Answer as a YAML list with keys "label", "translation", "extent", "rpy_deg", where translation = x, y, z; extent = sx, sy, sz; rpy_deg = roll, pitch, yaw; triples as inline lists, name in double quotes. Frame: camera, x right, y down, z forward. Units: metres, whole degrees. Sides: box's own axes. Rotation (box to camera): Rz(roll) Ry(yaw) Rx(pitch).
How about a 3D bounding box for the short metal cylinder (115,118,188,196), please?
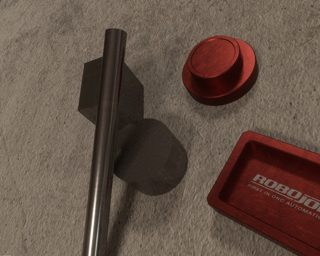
- label: "short metal cylinder"
  translation: [-0.013, 0.035, 0.372]
  extent: [0.080, 0.050, 0.080]
  rpy_deg: [-13, 56, 20]

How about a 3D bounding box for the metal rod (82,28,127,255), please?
- label: "metal rod"
  translation: [-0.063, 0.037, 0.345]
  extent: [0.025, 0.025, 0.298]
  rpy_deg: [2, 84, 29]

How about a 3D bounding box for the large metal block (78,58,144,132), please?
- label: "large metal block"
  translation: [-0.063, -0.042, 0.426]
  extent: [0.050, 0.080, 0.080]
  rpy_deg: [-15, 56, 20]

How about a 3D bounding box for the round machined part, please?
- label: "round machined part"
  translation: [0.074, -0.081, 0.403]
  extent: [0.098, 0.042, 0.098]
  rpy_deg: [-13, 56, 20]

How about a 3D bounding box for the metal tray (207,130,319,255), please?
- label: "metal tray"
  translation: [0.123, 0.064, 0.296]
  extent: [0.130, 0.030, 0.090]
  rpy_deg: [22, 73, 35]
